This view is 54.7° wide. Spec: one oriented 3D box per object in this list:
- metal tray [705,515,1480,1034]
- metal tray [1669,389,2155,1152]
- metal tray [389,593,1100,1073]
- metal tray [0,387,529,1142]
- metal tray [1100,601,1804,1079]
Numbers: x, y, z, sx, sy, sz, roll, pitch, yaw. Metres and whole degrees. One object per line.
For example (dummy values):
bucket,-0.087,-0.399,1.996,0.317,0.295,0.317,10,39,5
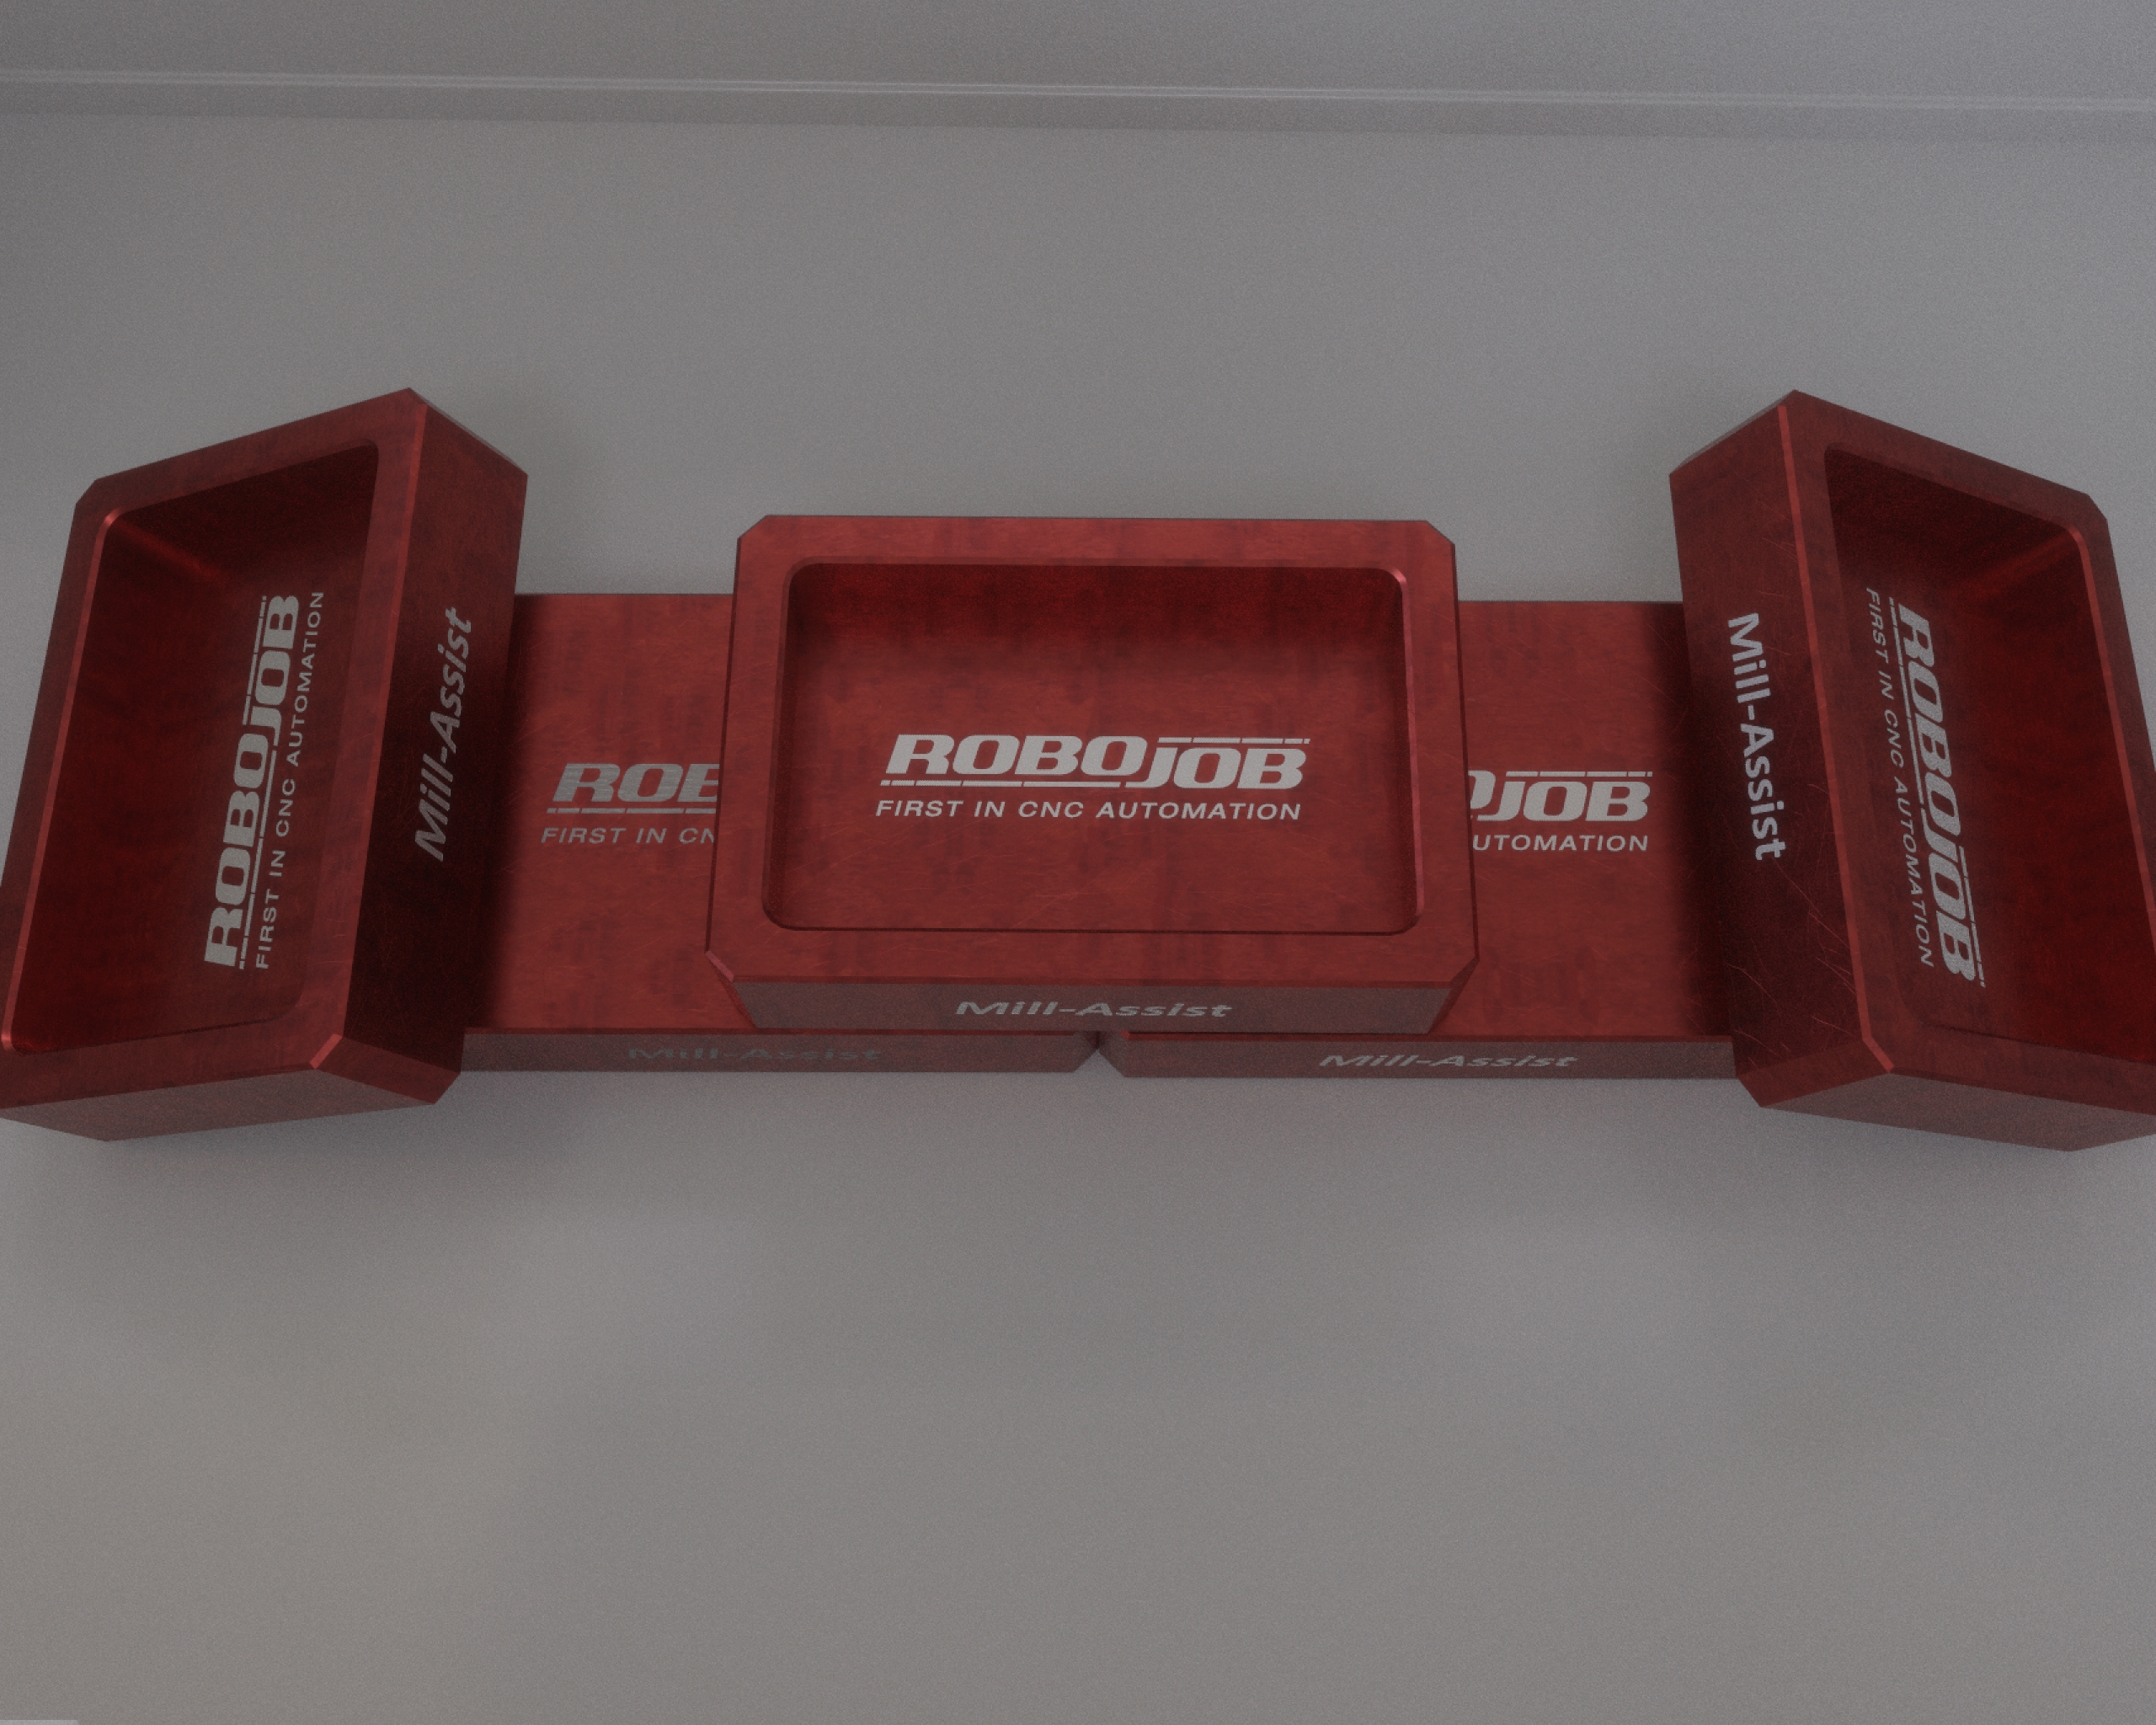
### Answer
metal tray,0.003,-0.016,0.379,0.131,0.030,0.090,1,69,0
metal tray,0.161,-0.016,0.392,0.091,0.030,0.130,10,67,-26
metal tray,-0.061,-0.006,0.408,0.131,0.030,0.090,0,70,0
metal tray,-0.154,-0.017,0.392,0.090,0.030,0.130,-9,68,24
metal tray,0.070,-0.005,0.408,0.131,0.030,0.090,0,70,0
